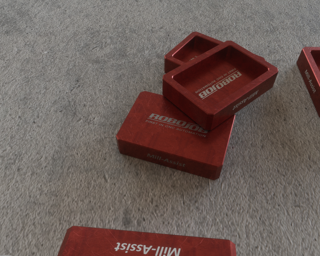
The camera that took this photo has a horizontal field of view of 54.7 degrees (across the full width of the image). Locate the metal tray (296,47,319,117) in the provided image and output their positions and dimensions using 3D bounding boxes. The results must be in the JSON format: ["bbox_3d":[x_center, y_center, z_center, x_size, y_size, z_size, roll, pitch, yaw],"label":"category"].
[{"bbox_3d":[0.268,-0.069,0.459,0.091,0.030,0.130,1,50,0],"label":"metal tray"}]

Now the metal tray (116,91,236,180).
[{"bbox_3d":[0.022,0.006,0.395,0.131,0.030,0.090,15,51,12],"label":"metal tray"}]

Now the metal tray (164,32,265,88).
[{"bbox_3d":[0.083,-0.097,0.481,0.130,0.030,0.090,29,56,22],"label":"metal tray"}]

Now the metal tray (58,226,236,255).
[{"bbox_3d":[-0.010,0.124,0.253,0.131,0.089,0.030,4,38,3],"label":"metal tray"}]

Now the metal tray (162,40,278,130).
[{"bbox_3d":[0.079,-0.062,0.412,0.131,0.030,0.090,-32,57,-24],"label":"metal tray"}]
